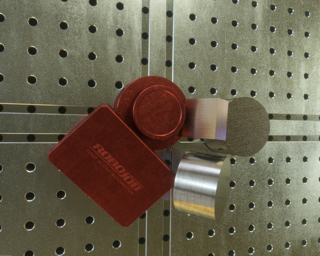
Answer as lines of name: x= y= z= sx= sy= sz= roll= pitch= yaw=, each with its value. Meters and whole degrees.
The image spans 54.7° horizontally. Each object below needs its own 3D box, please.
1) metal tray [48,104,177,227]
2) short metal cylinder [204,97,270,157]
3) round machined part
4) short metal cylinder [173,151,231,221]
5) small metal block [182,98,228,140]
metal tray: x=-0.054 y=0.045 z=0.374 sx=0.090 sy=0.030 sz=0.130 roll=-43 pitch=105 yaw=1
short metal cylinder: x=0.105 y=-0.002 z=0.434 sx=0.081 sy=0.050 sz=0.079 roll=0 pitch=90 yaw=-20
round machined part: x=-0.007 y=-0.019 z=0.397 sx=0.099 sy=0.042 sz=0.097 roll=0 pitch=90 yaw=-20
short metal cylinder: x=0.056 y=0.072 z=0.394 sx=0.050 sy=0.080 sz=0.080 roll=8 pitch=87 yaw=23
small metal block: x=0.057 y=-0.011 z=0.397 sx=0.025 sy=0.050 sz=0.050 roll=8 pitch=86 yaw=-48
